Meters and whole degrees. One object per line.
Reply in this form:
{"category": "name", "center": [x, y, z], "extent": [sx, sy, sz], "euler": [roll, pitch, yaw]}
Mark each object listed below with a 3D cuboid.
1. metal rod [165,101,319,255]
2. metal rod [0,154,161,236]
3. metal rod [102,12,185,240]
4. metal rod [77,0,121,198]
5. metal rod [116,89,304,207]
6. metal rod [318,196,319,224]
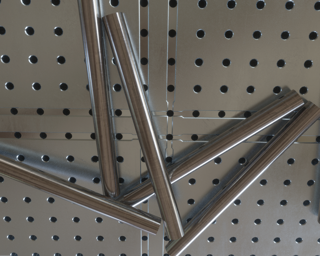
{"category": "metal rod", "center": [0.111, 0.082, 0.444], "extent": [0.025, 0.025, 0.299], "euler": [37, 106, -13]}
{"category": "metal rod", "center": [-0.142, 0.080, 0.425], "extent": [0.301, 0.025, 0.025], "euler": [22, 109, -2]}
{"category": "metal rod", "center": [-0.017, 0.008, 0.397], "extent": [0.025, 0.025, 0.299], "euler": [-15, 103, 5]}
{"category": "metal rod", "center": [-0.077, -0.045, 0.396], "extent": [0.025, 0.025, 0.298], "euler": [-3, 110, 1]}
{"category": "metal rod", "center": [0.055, 0.041, 0.428], "extent": [0.300, 0.025, 0.025], "euler": [-33, 107, 11]}
{"category": "metal rod", "center": [0.238, 0.002, 0.415], "extent": [0.025, 0.025, 0.298], "euler": [-5, 110, 2]}
